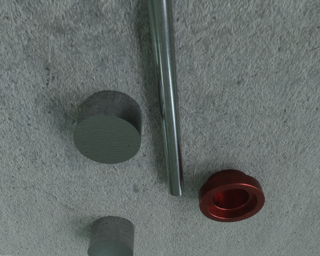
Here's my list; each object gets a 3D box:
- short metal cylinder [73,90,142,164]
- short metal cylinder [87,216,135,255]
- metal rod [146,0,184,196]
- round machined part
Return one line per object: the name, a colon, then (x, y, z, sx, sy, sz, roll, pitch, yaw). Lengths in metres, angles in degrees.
short metal cylinder: (-0.063, 0.000, 0.390, 0.081, 0.050, 0.079, 0, 130, 0)
short metal cylinder: (-0.087, 0.205, 0.564, 0.081, 0.050, 0.079, 0, 130, 0)
metal rod: (0.012, -0.015, 0.394, 0.025, 0.025, 0.298, -4, 130, 3)
round machined part: (0.109, 0.102, 0.485, 0.099, 0.042, 0.097, -1, 130, 0)
